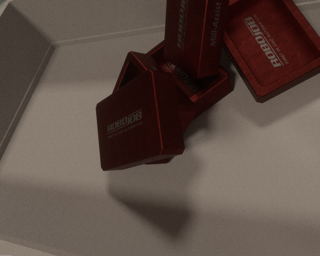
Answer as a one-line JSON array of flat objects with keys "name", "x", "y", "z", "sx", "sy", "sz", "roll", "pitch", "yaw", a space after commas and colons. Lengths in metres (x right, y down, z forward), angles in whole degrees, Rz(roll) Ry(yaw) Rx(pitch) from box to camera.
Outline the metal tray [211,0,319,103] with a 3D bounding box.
[{"name": "metal tray", "x": 0.127, "y": -0.107, "z": 0.372, "sx": 0.090, "sy": 0.030, "sz": 0.130, "roll": -29, "pitch": 73, "yaw": 9}]

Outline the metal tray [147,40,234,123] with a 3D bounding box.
[{"name": "metal tray", "x": 0.028, "y": -0.073, "z": 0.431, "sx": 0.090, "sy": 0.030, "sz": 0.130, "roll": -37, "pitch": 51, "yaw": 3}]

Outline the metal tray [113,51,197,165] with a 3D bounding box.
[{"name": "metal tray", "x": -0.016, "y": -0.028, "z": 0.396, "sx": 0.130, "sy": 0.030, "sz": 0.089, "roll": 53, "pitch": 128, "yaw": 39}]

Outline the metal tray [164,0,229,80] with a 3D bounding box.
[{"name": "metal tray", "x": 0.041, "y": -0.135, "z": 0.376, "sx": 0.030, "sy": 0.129, "sz": 0.090, "roll": -12, "pitch": 34, "yaw": -24}]

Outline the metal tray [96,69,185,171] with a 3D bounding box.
[{"name": "metal tray", "x": -0.030, "y": -0.003, "z": 0.363, "sx": 0.130, "sy": 0.030, "sz": 0.090, "roll": -22, "pitch": 72, "yaw": 50}]
